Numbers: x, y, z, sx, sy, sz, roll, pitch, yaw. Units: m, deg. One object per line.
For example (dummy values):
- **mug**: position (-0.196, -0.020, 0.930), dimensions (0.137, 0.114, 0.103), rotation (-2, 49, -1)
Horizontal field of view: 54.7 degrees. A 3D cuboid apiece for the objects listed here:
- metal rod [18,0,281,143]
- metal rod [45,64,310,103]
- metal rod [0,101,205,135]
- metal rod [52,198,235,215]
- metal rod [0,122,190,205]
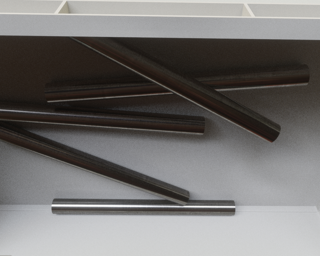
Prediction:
- **metal rod**: position (0.000, -0.059, 0.332), dimensions (0.301, 0.025, 0.025), rotation (26, 126, -11)
- **metal rod**: position (0.017, -0.052, 0.364), dimensions (0.302, 0.025, 0.025), rotation (-4, 130, 3)
- **metal rod**: position (-0.094, -0.014, 0.396), dimensions (0.302, 0.025, 0.025), rotation (4, 130, -4)
- **metal rod**: position (-0.026, 0.133, 0.521), dimensions (0.302, 0.025, 0.025), rotation (1, 130, -1)
- **metal rod**: position (-0.089, 0.057, 0.456), dimensions (0.302, 0.025, 0.025), rotation (24, 126, -19)
